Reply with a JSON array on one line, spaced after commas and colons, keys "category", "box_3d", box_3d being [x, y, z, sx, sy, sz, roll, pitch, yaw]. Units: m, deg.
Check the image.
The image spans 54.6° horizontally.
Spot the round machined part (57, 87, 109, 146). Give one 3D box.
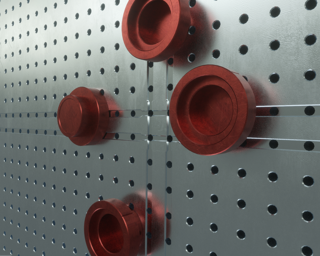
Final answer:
[{"category": "round machined part", "box_3d": [-0.132, -0.019, 0.509, 0.098, 0.042, 0.097, 0, 90, 40]}]

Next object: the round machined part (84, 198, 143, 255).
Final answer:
[{"category": "round machined part", "box_3d": [-0.064, 0.151, 0.452, 0.098, 0.042, 0.097, 0, 90, 40]}]

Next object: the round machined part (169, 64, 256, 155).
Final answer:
[{"category": "round machined part", "box_3d": [0.062, -0.019, 0.348, 0.098, 0.042, 0.097, 0, 90, 40]}]

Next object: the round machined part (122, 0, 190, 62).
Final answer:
[{"category": "round machined part", "box_3d": [-0.001, -0.134, 0.400, 0.098, 0.042, 0.097, 0, 90, 40]}]
